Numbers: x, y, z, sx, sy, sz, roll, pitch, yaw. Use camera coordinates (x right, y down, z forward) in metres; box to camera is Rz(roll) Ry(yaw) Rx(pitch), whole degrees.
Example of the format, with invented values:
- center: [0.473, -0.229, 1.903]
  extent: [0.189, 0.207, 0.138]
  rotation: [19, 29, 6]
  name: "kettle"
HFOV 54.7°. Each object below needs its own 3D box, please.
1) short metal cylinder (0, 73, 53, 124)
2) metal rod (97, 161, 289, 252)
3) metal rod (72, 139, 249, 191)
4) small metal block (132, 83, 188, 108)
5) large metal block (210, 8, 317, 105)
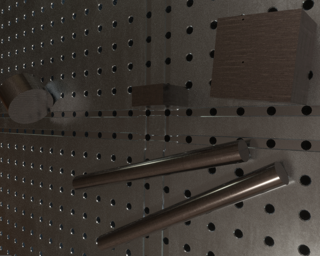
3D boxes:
- center: [-0.248, -0.054, 0.574]
  extent: [0.050, 0.081, 0.080]
  rotation: [48, 118, 29]
  name: "short metal cylinder"
- center: [0.017, 0.111, 0.393]
  extent: [0.299, 0.025, 0.025]
  rotation: [-33, 70, 35]
  name: "metal rod"
- center: [-0.023, 0.058, 0.425]
  extent: [0.300, 0.025, 0.025]
  rotation: [-17, 80, 38]
  name: "metal rod"
- center: [0.000, -0.039, 0.391]
  extent: [0.050, 0.050, 0.025]
  rotation: [0, 90, 39]
  name: "small metal block"
- center: [0.101, -0.066, 0.308]
  extent: [0.080, 0.050, 0.079]
  rotation: [9, 96, 39]
  name: "large metal block"
